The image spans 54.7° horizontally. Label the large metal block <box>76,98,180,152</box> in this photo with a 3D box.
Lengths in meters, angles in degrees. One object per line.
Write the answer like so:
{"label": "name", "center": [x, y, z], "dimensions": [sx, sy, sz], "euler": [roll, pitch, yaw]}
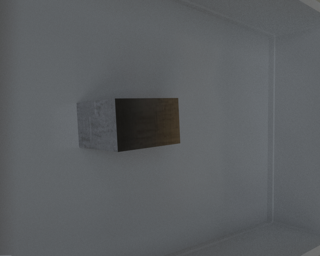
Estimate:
{"label": "large metal block", "center": [-0.036, -0.005, 0.343], "dimensions": [0.081, 0.080, 0.050], "euler": [-5, 94, -40]}
